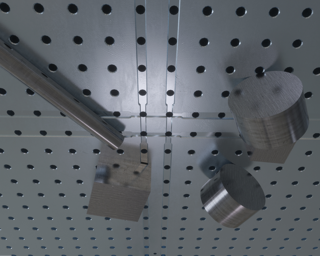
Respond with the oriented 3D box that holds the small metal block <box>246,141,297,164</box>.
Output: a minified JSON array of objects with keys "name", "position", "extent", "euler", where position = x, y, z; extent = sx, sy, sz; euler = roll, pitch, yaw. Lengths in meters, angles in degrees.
[{"name":"small metal block","position":[0.155,0.022,0.432],"extent":[0.050,0.025,0.050],"euler":[6,130,-5]}]

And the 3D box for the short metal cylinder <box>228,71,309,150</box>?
[{"name":"short metal cylinder","position":[0.125,-0.021,0.359],"extent":[0.080,0.080,0.050],"euler":[-19,128,15]}]

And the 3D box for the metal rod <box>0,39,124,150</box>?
[{"name":"metal rod","position":[-0.157,-0.066,0.353],"extent":[0.025,0.025,0.300],"euler":[-34,123,25]}]

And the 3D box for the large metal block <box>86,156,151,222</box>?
[{"name":"large metal block","position":[-0.063,0.095,0.476],"extent":[0.081,0.050,0.079],"euler":[12,129,-11]}]

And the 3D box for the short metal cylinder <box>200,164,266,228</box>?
[{"name":"short metal cylinder","position":[0.108,0.100,0.462],"extent":[0.080,0.080,0.050],"euler":[23,126,-18]}]
